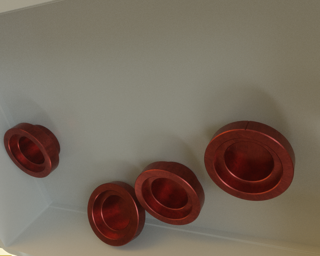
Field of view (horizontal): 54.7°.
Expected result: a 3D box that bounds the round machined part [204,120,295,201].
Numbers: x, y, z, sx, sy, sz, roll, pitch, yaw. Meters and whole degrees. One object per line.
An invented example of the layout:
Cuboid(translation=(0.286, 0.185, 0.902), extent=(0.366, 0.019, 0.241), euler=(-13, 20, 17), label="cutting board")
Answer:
Cuboid(translation=(0.105, 0.034, 0.363), extent=(0.098, 0.042, 0.097), euler=(13, 124, 20), label="round machined part")

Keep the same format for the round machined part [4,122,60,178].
Cuboid(translation=(-0.211, 0.033, 0.527), extent=(0.098, 0.042, 0.097), euler=(13, 124, 20), label="round machined part")

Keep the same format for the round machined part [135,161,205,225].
Cuboid(translation=(0.017, 0.087, 0.441), extent=(0.098, 0.042, 0.097), euler=(13, 124, 20), label="round machined part")

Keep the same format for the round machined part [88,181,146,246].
Cuboid(translation=(-0.064, 0.133, 0.496), extent=(0.098, 0.042, 0.097), euler=(1, 91, 28), label="round machined part")
